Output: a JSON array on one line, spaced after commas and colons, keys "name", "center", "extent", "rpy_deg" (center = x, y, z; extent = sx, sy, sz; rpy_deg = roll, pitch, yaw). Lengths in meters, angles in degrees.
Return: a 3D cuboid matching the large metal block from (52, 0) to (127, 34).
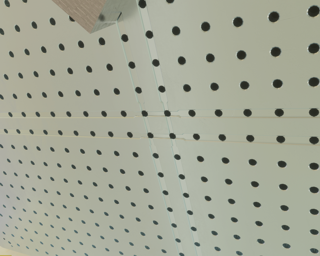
[{"name": "large metal block", "center": [-0.076, -0.164, 0.334], "extent": [0.080, 0.050, 0.080], "rpy_deg": [41, 129, 0]}]
